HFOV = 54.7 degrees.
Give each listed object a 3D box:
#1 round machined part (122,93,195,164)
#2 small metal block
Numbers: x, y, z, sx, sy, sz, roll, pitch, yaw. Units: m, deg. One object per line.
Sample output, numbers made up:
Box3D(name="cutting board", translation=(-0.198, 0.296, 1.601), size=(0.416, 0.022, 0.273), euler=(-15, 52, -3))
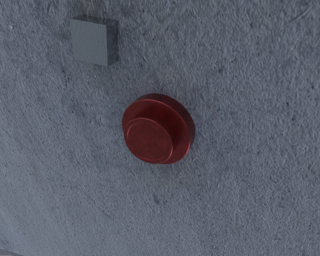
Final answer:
Box3D(name="round machined part", translation=(-0.008, 0.008, 0.403), size=(0.098, 0.042, 0.097), euler=(13, 124, 20))
Box3D(name="small metal block", translation=(-0.080, -0.108, 0.380), size=(0.050, 0.025, 0.050), euler=(16, 125, 18))
